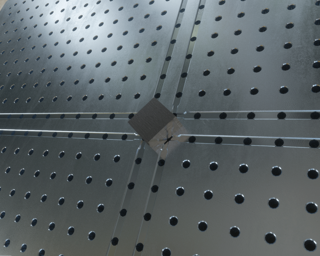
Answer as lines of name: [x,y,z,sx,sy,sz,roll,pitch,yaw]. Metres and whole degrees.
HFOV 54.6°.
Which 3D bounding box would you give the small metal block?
small metal block: [-0.007,-0.006,0.417,0.050,0.025,0.050,-44,51,-2]
